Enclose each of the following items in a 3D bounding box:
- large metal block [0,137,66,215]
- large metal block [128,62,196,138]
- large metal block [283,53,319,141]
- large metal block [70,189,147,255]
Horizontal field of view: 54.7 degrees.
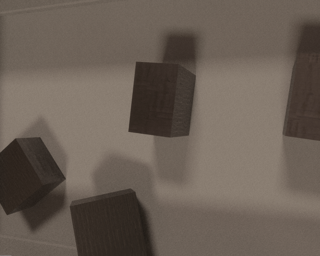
[{"bbox_3d":[-0.205,0.070,0.468,0.080,0.050,0.080,-39,78,15],"label":"large metal block"},{"bbox_3d":[0.006,-0.032,0.379,0.050,0.080,0.079,7,93,19],"label":"large metal block"},{"bbox_3d":[0.162,-0.028,0.324,0.050,0.080,0.079,9,93,19],"label":"large metal block"},{"bbox_3d":[-0.067,0.128,0.401,0.081,0.050,0.080,-10,86,-14],"label":"large metal block"}]
